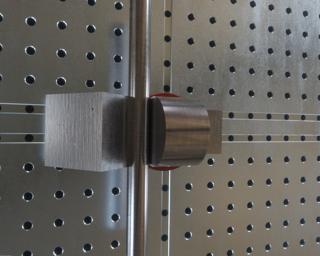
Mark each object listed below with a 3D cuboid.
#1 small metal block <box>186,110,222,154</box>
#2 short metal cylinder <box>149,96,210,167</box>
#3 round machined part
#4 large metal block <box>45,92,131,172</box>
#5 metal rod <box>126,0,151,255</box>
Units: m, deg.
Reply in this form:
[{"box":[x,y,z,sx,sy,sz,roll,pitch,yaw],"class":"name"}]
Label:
[{"box":[0.051,0.004,0.374,0.025,0.050,0.050,1,90,-20],"class":"small metal block"},{"box":[0.016,0.004,0.358,0.050,0.080,0.079,1,90,-20],"class":"short metal cylinder"},{"box":[0.000,0.004,0.403,0.099,0.042,0.097,0,90,-21],"class":"round machined part"},{"box":[-0.081,0.003,0.348,0.050,0.080,0.079,1,90,-62],"class":"large metal block"},{"box":[-0.025,-0.003,0.360,0.025,0.025,0.298,1,90,-20],"class":"metal rod"}]
